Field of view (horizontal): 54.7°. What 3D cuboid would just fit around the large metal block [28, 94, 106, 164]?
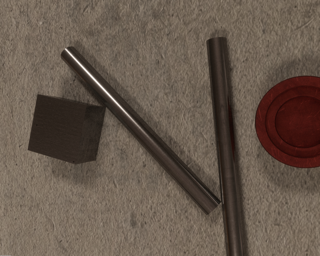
[{"bbox_3d":[-0.132,0.000,0.441,0.080,0.050,0.079,13,94,19],"label":"large metal block"}]

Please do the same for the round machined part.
[{"bbox_3d":[0.158,-0.006,0.344,0.098,0.042,0.097,0,90,19],"label":"round machined part"}]

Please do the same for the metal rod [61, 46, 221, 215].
[{"bbox_3d":[-0.034,-0.005,0.419,0.300,0.025,0.025,46,104,14],"label":"metal rod"}]

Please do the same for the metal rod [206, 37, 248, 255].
[{"bbox_3d":[0.083,0.040,0.379,0.025,0.025,0.298,-6,88,19],"label":"metal rod"}]
